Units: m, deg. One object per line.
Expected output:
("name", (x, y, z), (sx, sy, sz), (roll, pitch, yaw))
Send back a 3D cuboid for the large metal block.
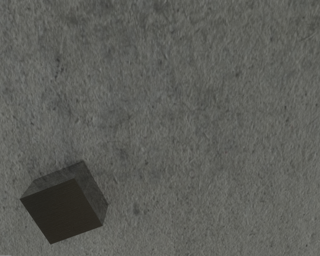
("large metal block", (-0.130, 0.104, 0.434), (0.080, 0.050, 0.080), (-22, 109, 7))
